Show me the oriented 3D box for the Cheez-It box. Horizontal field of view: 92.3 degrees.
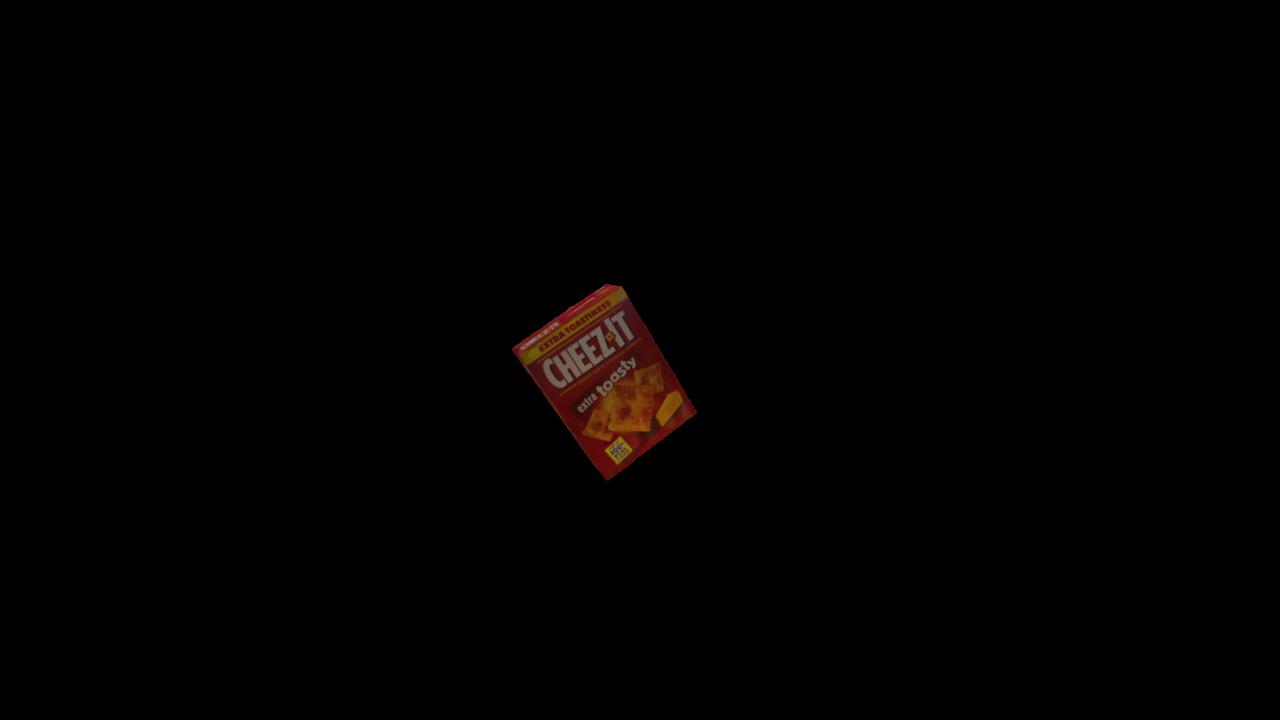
[{"bbox_3d":[-0.045,0.029,0.856,0.166,0.223,0.071,-36,19,-12],"label":"Cheez-It box"}]
